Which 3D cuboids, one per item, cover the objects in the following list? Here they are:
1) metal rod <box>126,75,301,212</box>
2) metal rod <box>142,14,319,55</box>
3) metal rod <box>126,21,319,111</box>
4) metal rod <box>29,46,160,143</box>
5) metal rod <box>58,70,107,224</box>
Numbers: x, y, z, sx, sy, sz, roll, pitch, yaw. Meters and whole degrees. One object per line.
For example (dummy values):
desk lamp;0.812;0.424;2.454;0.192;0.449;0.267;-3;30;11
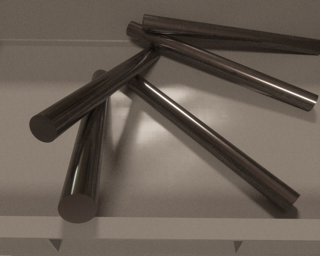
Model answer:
metal rod;0.043;-0.002;0.407;0.025;0.025;0.300;-35;59;-26
metal rod;0.123;-0.148;0.495;0.302;0.025;0.025;4;49;-11
metal rod;0.085;-0.098;0.469;0.301;0.025;0.025;25;54;12
metal rod;-0.053;-0.062;0.381;0.025;0.025;0.301;14;28;11
metal rod;-0.072;-0.012;0.337;0.025;0.025;0.300;-5;26;-5
